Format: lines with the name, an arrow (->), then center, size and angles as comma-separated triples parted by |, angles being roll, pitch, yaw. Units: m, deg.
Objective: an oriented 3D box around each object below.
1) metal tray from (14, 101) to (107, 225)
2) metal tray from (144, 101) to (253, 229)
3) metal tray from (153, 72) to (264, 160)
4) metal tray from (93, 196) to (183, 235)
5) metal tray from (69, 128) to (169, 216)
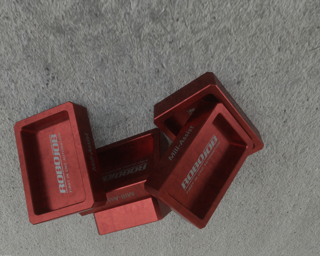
metal tray -> -0.124, 0.043, 0.381 | 0.090, 0.129, 0.030 | -19, 166, 15
metal tray -> 0.051, 0.043, 0.373 | 0.090, 0.030, 0.130 | 45, 72, -31
metal tray -> 0.065, -0.001, 0.406 | 0.090, 0.030, 0.130 | -31, 124, 23
metal tray -> -0.024, 0.112, 0.447 | 0.090, 0.030, 0.130 | -19, 173, 15
metal tray -> -0.053, 0.057, 0.414 | 0.130, 0.090, 0.030 | -19, 128, 15
